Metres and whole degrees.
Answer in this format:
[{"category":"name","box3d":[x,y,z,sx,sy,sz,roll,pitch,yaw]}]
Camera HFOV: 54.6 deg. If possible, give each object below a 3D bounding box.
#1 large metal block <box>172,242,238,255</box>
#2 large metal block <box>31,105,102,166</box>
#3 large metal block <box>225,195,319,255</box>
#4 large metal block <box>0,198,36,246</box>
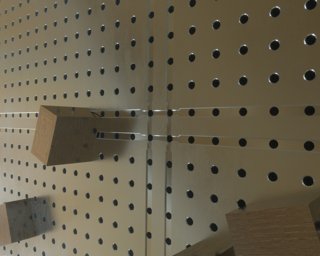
[{"category":"large metal block","box3d":[0.048,0.177,0.335,0.050,0.081,0.080,-13,82,39]},{"category":"large metal block","box3d":[-0.151,0.011,0.500,0.050,0.081,0.080,27,107,37]},{"category":"large metal block","box3d":[0.119,0.113,0.295,0.080,0.050,0.080,-21,77,38]},{"category":"large metal block","box3d":[-0.311,0.200,0.652,0.080,0.050,0.080,-25,74,37]}]
